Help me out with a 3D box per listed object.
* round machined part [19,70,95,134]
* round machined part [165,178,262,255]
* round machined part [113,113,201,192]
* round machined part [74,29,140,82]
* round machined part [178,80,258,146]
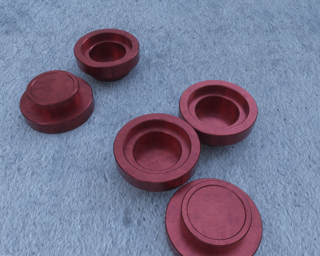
[{"bbox_3d":[-0.143,-0.043,0.427,0.099,0.042,0.098,0,50,0],"label":"round machined part"},{"bbox_3d":[0.054,0.093,0.314,0.099,0.042,0.098,0,50,0],"label":"round machined part"},{"bbox_3d":[-0.003,0.032,0.365,0.099,0.042,0.098,0,50,0],"label":"round machined part"},{"bbox_3d":[-0.080,-0.110,0.484,0.099,0.042,0.098,0,50,0],"label":"round machined part"},{"bbox_3d":[0.073,-0.015,0.405,0.099,0.042,0.098,0,50,0],"label":"round machined part"}]
